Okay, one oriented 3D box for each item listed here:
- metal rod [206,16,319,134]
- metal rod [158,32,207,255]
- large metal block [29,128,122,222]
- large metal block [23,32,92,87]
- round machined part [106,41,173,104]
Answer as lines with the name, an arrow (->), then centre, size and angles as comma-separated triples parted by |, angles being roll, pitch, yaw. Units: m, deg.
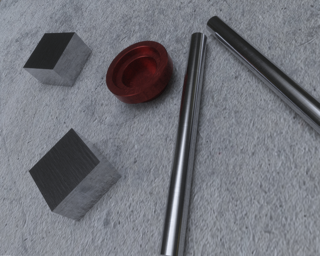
metal rod -> 0.141, -0.053, 0.362 | 0.025, 0.025, 0.300 | -35, 51, 5
metal rod -> 0.034, 0.000, 0.384 | 0.025, 0.025, 0.299 | -4, 60, 26
large metal block -> -0.112, 0.060, 0.408 | 0.080, 0.050, 0.080 | -46, 52, -4
large metal block -> -0.183, -0.123, 0.557 | 0.080, 0.050, 0.080 | 9, 66, 32
round machined part -> -0.026, -0.076, 0.452 | 0.098, 0.042, 0.098 | -13, 56, 20
